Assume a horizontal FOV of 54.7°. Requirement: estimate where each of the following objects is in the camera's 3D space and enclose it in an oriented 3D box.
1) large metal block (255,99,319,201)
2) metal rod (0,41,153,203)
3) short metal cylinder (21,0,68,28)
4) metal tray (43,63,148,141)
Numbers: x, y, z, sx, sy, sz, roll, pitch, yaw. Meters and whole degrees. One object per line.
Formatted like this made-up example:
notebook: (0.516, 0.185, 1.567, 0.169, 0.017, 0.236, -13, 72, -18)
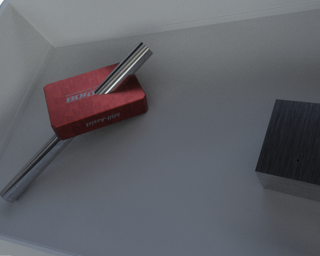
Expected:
large metal block: (0.147, 0.023, 0.298, 0.080, 0.050, 0.080, 10, 67, 32)
metal rod: (-0.122, -0.006, 0.447, 0.300, 0.025, 0.025, -46, 51, 5)
short metal cylinder: (-0.244, -0.260, 0.657, 0.080, 0.080, 0.050, 4, 64, 30)
metal tray: (-0.093, -0.043, 0.447, 0.131, 0.030, 0.090, -19, 51, -10)
